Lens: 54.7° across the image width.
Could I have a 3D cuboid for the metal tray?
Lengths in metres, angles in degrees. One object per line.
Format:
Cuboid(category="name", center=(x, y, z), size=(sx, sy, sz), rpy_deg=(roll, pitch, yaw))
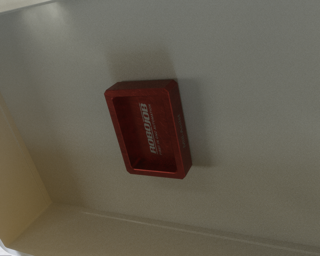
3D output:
Cuboid(category="metal tray", center=(-0.013, 0.003, 0.409), size=(0.090, 0.030, 0.129), rpy_deg=(1, 119, 26))
